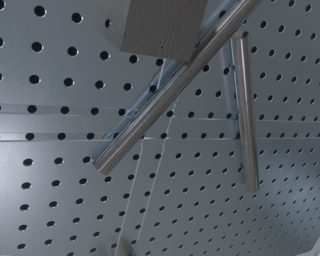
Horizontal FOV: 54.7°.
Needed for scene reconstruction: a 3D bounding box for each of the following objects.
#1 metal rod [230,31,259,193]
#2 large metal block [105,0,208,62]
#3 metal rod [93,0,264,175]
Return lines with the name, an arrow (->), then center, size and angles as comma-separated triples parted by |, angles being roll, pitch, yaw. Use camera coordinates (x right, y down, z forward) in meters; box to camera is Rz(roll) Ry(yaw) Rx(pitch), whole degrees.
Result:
metal rod -> 0.136, -0.004, 0.483 | 0.025, 0.025, 0.298 | -26, 128, -12
large metal block -> -0.003, -0.119, 0.320 | 0.081, 0.050, 0.079 | 2, 118, -29
metal rod -> 0.023, -0.058, 0.387 | 0.299, 0.025, 0.025 | -48, 129, 6
